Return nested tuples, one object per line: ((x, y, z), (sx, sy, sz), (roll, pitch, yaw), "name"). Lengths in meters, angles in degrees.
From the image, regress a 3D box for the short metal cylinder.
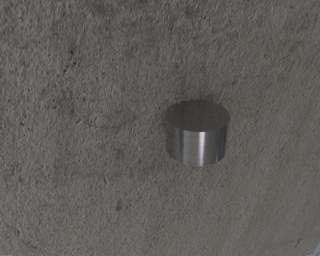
((0.047, 0.004, 0.399), (0.081, 0.080, 0.050), (-15, 125, -20), "short metal cylinder")
